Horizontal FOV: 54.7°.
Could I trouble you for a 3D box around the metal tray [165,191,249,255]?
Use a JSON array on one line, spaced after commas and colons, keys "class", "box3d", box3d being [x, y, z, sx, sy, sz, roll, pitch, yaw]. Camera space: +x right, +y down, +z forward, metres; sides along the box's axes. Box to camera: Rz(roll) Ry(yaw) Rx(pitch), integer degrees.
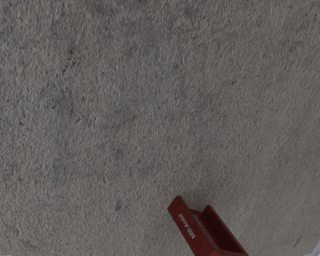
[{"class": "metal tray", "box3d": [0.073, 0.164, 0.497, 0.090, 0.130, 0.030, 25, 106, -37]}]
